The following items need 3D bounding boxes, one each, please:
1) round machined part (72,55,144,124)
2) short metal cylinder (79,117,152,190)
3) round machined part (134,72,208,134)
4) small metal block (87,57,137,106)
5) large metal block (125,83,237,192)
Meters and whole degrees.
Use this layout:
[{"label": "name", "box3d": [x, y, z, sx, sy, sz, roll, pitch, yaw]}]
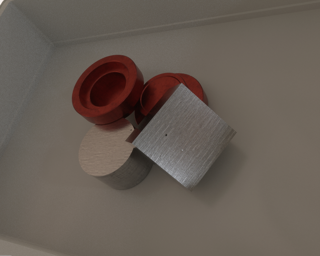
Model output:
[{"label": "round machined part", "box3d": [-0.065, -0.047, 0.417, 0.098, 0.042, 0.098, -13, 56, 20]}, {"label": "short metal cylinder", "box3d": [-0.055, 0.032, 0.395, 0.080, 0.050, 0.080, -13, 56, 20]}, {"label": "round machined part", "box3d": [0.009, -0.033, 0.405, 0.098, 0.042, 0.098, -13, 56, 20]}, {"label": "small metal block", "box3d": [-0.071, -0.070, 0.465, 0.050, 0.050, 0.025, -39, 51, 2]}, {"label": "large metal block", "box3d": [0.021, 0.010, 0.342, 0.080, 0.080, 0.050, -51, 11, -9]}]
